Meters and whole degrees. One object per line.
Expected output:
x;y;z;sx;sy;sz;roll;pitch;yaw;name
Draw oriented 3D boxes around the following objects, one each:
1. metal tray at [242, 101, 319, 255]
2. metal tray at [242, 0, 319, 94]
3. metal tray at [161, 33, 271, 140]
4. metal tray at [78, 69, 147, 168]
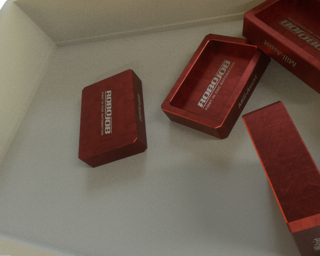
0.108;0.049;0.251;0.030;0.130;0.090;-23;53;15;metal tray
0.171;-0.107;0.353;0.090;0.030;0.130;-32;58;-11;metal tray
0.072;-0.058;0.400;0.090;0.030;0.130;22;73;36;metal tray
-0.069;-0.016;0.449;0.090;0.030;0.130;-19;54;17;metal tray
